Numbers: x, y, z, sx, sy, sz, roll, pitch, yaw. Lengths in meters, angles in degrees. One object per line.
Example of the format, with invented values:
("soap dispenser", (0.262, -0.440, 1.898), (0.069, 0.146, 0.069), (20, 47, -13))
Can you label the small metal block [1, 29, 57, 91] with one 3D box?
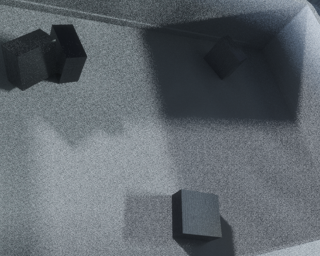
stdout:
("small metal block", (-0.147, -0.078, 0.355), (0.025, 0.050, 0.050), (35, 50, 14))

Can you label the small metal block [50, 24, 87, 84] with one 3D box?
("small metal block", (-0.116, -0.091, 0.382), (0.025, 0.050, 0.050), (-15, 70, -34))

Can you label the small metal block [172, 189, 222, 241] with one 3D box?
("small metal block", (0.042, 0.103, 0.365), (0.050, 0.025, 0.050), (13, 56, -21))

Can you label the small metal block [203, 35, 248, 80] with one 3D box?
("small metal block", (0.109, -0.118, 0.520), (0.025, 0.050, 0.050), (-31, 79, -38))
